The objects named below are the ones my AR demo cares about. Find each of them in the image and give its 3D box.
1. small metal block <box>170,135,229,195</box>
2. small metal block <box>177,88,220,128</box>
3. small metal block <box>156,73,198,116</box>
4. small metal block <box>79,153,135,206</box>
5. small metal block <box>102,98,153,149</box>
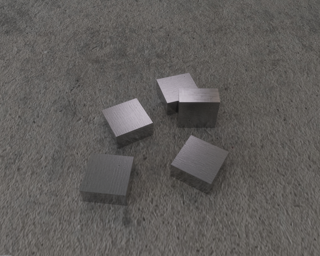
[{"bbox_3d":[0.047,0.043,0.367,0.050,0.025,0.050,25,54,19],"label":"small metal block"},{"bbox_3d":[0.049,-0.026,0.409,0.050,0.050,0.025,0,50,0],"label":"small metal block"},{"bbox_3d":[0.026,-0.049,0.445,0.050,0.025,0.050,-14,51,-11],"label":"small metal block"},{"bbox_3d":[-0.058,0.058,0.354,0.050,0.025,0.050,5,50,4],"label":"small metal block"},{"bbox_3d":[-0.043,-0.007,0.409,0.050,0.025,0.050,-22,53,-17],"label":"small metal block"}]
